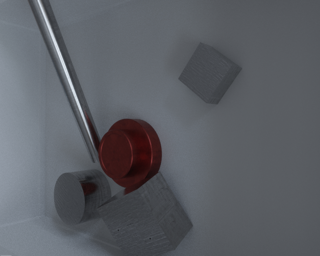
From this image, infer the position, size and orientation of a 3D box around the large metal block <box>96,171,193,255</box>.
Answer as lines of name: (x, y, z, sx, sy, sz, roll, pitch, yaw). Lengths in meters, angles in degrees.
large metal block: (-0.020, 0.113, 0.390, 0.080, 0.050, 0.080, -32, 89, 35)

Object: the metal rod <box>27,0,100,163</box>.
metal rod: (-0.132, -0.084, 0.426, 0.025, 0.025, 0.298, 6, 122, 39)

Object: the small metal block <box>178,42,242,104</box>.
small metal block: (0.057, -0.063, 0.359, 0.050, 0.025, 0.050, 46, 117, 30)

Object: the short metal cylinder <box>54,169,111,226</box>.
short metal cylinder: (-0.123, 0.108, 0.489, 0.080, 0.050, 0.079, 0, 90, 39)

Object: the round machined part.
round machined part: (-0.048, 0.036, 0.433, 0.098, 0.042, 0.097, 0, 90, 39)
